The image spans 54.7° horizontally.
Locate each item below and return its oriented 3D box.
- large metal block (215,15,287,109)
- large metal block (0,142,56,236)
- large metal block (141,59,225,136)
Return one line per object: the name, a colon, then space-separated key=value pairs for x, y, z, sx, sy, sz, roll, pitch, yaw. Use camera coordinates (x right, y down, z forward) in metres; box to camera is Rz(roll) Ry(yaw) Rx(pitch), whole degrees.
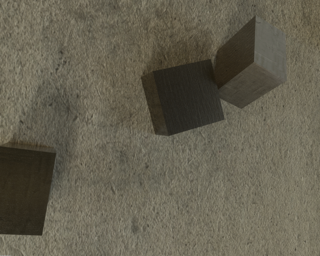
large metal block: x=0.117 y=-0.084 z=0.409 sx=0.050 sy=0.080 sz=0.080 roll=23 pitch=58 yaw=-19
large metal block: x=-0.144 y=0.059 z=0.327 sx=0.050 sy=0.080 sz=0.080 roll=10 pitch=87 yaw=-20
large metal block: x=0.029 y=-0.039 z=0.406 sx=0.081 sy=0.050 sz=0.080 roll=-16 pitch=96 yaw=-19
